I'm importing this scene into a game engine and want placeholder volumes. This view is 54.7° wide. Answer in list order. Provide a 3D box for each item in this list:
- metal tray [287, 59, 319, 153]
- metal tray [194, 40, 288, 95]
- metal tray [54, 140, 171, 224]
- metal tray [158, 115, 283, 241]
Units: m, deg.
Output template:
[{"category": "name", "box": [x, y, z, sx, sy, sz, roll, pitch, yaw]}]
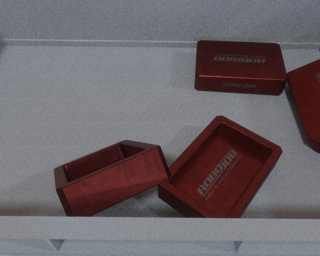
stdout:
[{"category": "metal tray", "box": [0.230, -0.039, 0.408, 0.090, 0.030, 0.130, -23, 45, 25]}, {"category": "metal tray", "box": [0.121, -0.096, 0.482, 0.131, 0.030, 0.090, 4, 50, 5]}, {"category": "metal tray", "box": [-0.055, 0.044, 0.308, 0.091, 0.130, 0.030, -22, 97, -18]}, {"category": "metal tray", "box": [0.070, 0.051, 0.359, 0.090, 0.030, 0.131, 32, 56, 23]}]
